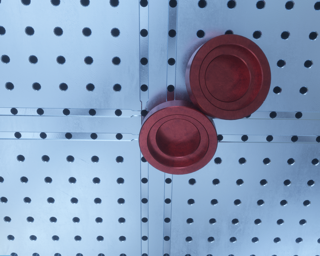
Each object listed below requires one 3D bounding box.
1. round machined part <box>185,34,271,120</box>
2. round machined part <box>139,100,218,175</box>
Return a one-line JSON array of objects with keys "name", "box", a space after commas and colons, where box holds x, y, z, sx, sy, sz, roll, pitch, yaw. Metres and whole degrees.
[{"name": "round machined part", "box": [0.078, -0.059, 0.373, 0.099, 0.042, 0.097, -1, 93, -10]}, {"name": "round machined part", "box": [0.024, 0.009, 0.404, 0.098, 0.042, 0.097, 1, 116, 3]}]
